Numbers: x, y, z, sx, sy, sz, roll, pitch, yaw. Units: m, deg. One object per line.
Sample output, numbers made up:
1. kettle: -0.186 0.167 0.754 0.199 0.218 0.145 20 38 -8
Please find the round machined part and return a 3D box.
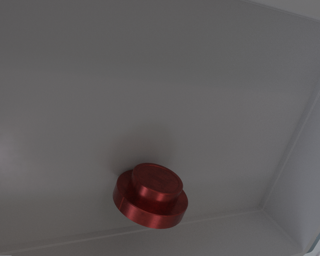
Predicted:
1. round machined part: -0.009 0.081 0.406 0.099 0.098 0.042 7 115 -31
